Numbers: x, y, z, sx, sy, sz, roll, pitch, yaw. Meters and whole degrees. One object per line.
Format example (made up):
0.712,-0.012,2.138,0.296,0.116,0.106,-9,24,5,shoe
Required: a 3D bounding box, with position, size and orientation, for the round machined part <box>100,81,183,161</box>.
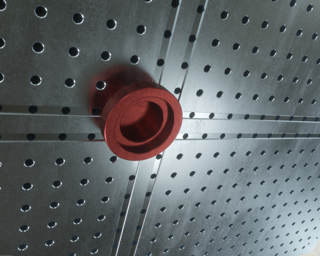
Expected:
-0.025,-0.012,0.378,0.099,0.042,0.097,-14,124,-21,round machined part
